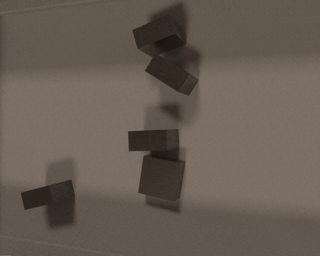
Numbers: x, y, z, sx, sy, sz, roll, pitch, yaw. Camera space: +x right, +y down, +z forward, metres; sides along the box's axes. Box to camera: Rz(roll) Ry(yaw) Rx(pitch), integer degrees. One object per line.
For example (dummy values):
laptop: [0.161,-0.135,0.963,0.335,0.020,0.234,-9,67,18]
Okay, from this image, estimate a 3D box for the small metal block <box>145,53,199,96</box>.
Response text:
small metal block: [0.016,-0.066,0.391,0.050,0.050,0.025,34,101,16]

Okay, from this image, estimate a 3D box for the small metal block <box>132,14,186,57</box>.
small metal block: [0.000,-0.116,0.396,0.050,0.050,0.025,-17,85,19]

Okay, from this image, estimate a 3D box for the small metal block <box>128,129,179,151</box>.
small metal block: [-0.007,0.015,0.399,0.050,0.050,0.025,-3,89,19]

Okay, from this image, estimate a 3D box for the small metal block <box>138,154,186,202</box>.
small metal block: [0.003,0.065,0.409,0.050,0.025,0.050,10,93,19]

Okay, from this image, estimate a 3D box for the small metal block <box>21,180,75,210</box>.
small metal block: [-0.163,0.097,0.453,0.050,0.050,0.025,-16,85,19]
